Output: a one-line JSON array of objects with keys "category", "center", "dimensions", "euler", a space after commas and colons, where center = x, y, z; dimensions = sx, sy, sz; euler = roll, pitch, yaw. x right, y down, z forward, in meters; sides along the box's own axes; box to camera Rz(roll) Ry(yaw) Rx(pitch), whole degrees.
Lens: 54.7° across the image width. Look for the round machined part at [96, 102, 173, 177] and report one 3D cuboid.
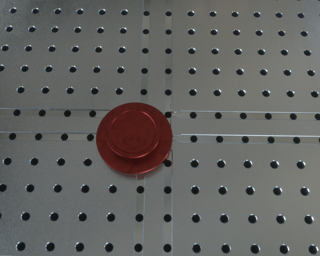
[{"category": "round machined part", "center": [-0.033, 0.011, 0.398], "dimensions": [0.099, 0.042, 0.098], "euler": [0, 70, -1]}]
